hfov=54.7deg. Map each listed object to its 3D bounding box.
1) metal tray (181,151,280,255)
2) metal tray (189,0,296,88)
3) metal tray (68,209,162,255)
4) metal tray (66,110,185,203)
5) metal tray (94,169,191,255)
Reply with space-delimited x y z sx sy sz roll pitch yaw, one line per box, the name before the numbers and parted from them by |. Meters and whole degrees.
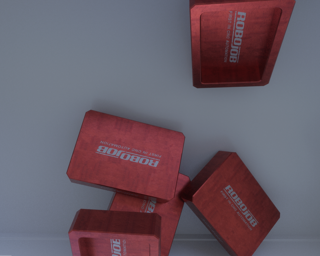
metal tray | 0.100 0.107 0.426 0.090 0.030 0.130 -44 107 -19
metal tray | 0.079 -0.092 0.329 0.090 0.030 0.130 -1 153 7
metal tray | -0.045 0.150 0.345 0.091 0.030 0.129 3 120 3
metal tray | -0.041 0.037 0.394 0.131 0.030 0.090 14 68 -6
metal tray | -0.022 0.112 0.409 0.090 0.030 0.130 23 68 -9
